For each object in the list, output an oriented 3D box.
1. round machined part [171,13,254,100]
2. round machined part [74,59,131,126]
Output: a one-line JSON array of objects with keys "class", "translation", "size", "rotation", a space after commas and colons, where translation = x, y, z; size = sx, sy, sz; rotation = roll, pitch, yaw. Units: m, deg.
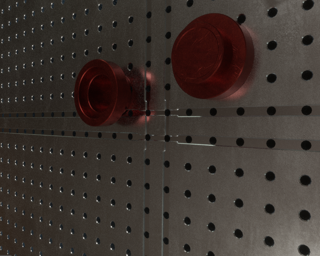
[{"class": "round machined part", "translation": [0.052, -0.082, 0.354], "size": [0.098, 0.042, 0.097], "rotation": [0, 90, 39]}, {"class": "round machined part", "translation": [-0.082, -0.051, 0.463], "size": [0.098, 0.042, 0.097], "rotation": [0, 90, 39]}]
